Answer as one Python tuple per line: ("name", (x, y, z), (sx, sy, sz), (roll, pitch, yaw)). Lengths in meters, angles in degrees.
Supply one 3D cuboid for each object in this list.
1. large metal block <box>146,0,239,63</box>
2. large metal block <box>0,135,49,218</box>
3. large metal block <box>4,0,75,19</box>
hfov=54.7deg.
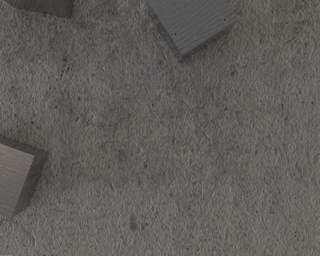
("large metal block", (0.039, -0.143, 0.397), (0.080, 0.050, 0.080), (-33, 90, 0))
("large metal block", (-0.202, 0.057, 0.396), (0.080, 0.050, 0.080), (20, 90, 0))
("large metal block", (-0.156, -0.180, 0.381), (0.080, 0.080, 0.050), (11, 90, 0))
